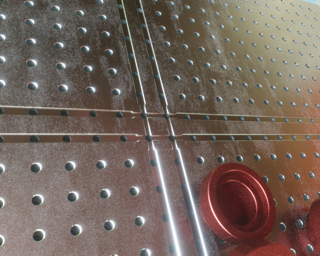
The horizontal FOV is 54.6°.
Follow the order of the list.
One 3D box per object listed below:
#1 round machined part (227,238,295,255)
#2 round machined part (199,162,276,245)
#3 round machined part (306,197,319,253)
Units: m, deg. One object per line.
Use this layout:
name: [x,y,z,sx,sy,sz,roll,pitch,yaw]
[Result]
round machined part: [0.102,0.168,0.333,0.099,0.042,0.097,1,88,-23]
round machined part: [0.091,0.096,0.387,0.099,0.042,0.098,13,56,-21]
round machined part: [0.250,0.146,0.442,0.099,0.042,0.098,13,56,-21]
